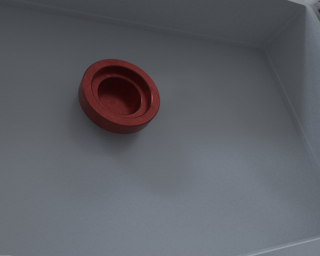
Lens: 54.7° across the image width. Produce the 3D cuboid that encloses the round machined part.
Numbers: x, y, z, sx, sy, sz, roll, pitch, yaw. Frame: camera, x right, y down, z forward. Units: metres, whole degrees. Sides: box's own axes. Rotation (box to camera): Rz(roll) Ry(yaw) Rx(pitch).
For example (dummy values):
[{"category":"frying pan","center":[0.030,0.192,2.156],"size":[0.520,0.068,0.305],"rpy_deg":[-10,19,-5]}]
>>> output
[{"category":"round machined part","center":[-0.053,-0.035,0.389],"size":[0.099,0.042,0.098],"rpy_deg":[14,56,-21]}]
